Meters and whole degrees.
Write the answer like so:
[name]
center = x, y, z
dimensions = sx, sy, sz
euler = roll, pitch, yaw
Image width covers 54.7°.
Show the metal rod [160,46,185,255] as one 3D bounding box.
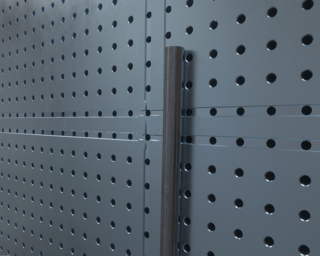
[metal rod]
center = 0.015, 0.048, 0.395
dimensions = 0.025, 0.025, 0.298
euler = 2, 91, 39
